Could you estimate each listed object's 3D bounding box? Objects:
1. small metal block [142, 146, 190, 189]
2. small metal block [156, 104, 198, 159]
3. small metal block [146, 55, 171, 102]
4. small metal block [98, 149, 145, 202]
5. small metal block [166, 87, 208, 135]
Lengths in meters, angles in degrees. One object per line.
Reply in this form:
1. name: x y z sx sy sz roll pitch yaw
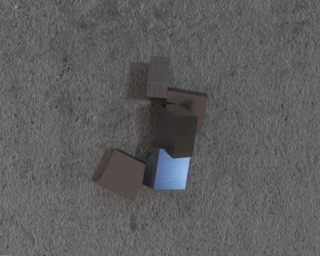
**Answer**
1. small metal block: 0.009 0.051 0.398 0.050 0.025 0.050 9 90 -36
2. small metal block: 0.019 0.003 0.369 0.025 0.050 0.050 -3 111 -25
3. small metal block: -0.002 -0.062 0.397 0.025 0.050 0.050 5 90 1
4. small metal block: -0.046 0.061 0.410 0.050 0.025 0.050 26 90 0
5. small metal block: 0.032 -0.023 0.403 0.050 0.025 0.050 9 108 -1
